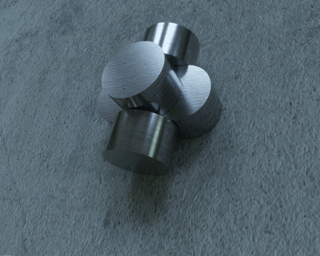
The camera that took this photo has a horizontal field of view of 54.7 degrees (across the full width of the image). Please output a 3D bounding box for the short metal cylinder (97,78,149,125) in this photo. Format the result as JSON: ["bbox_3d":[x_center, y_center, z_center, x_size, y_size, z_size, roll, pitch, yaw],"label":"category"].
[{"bbox_3d":[-0.038,-0.032,0.427,0.080,0.050,0.080,-13,56,20],"label":"short metal cylinder"}]

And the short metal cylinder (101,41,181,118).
[{"bbox_3d":[-0.021,-0.055,0.368,0.080,0.050,0.080,-13,56,20],"label":"short metal cylinder"}]

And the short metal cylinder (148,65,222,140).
[{"bbox_3d":[0.032,-0.032,0.391,0.080,0.050,0.080,-13,56,20],"label":"short metal cylinder"}]

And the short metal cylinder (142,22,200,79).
[{"bbox_3d":[0.011,-0.096,0.423,0.080,0.080,0.050,0,62,28],"label":"short metal cylinder"}]

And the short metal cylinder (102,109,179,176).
[{"bbox_3d":[-0.022,0.020,0.369,0.080,0.080,0.050,0,62,28],"label":"short metal cylinder"}]
